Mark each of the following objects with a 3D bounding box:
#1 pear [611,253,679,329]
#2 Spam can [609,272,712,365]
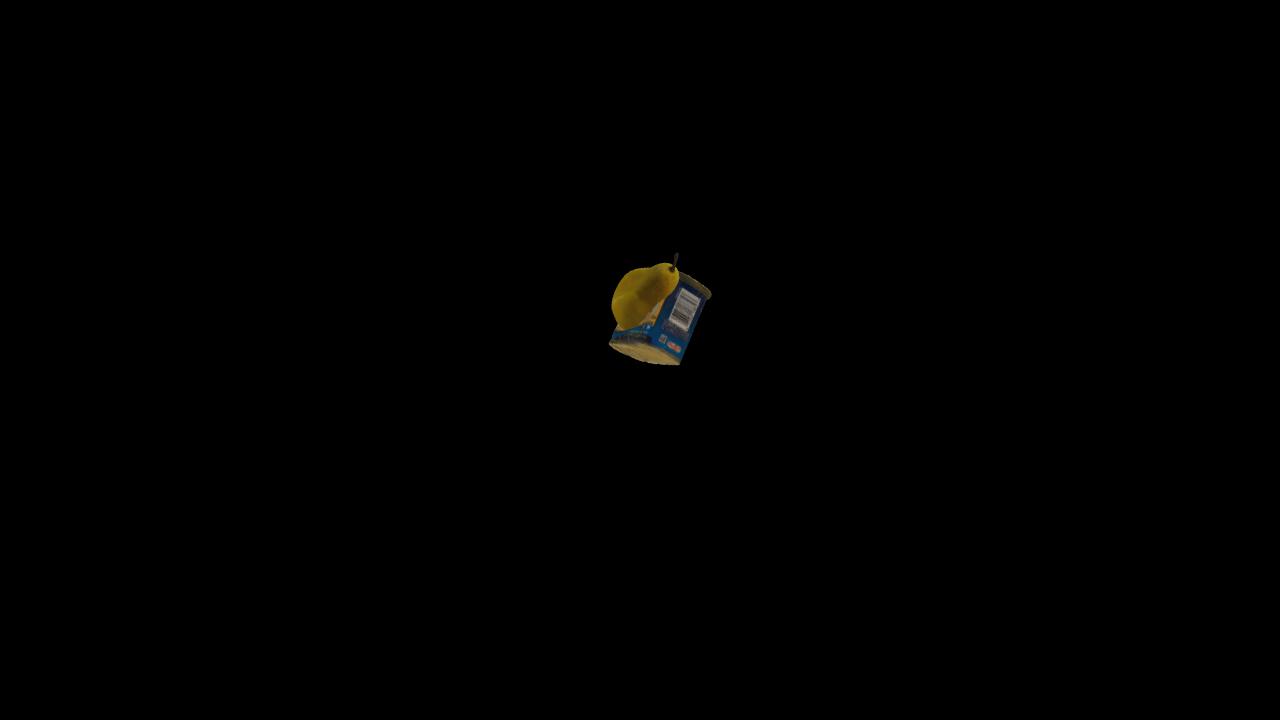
[{"bbox_3d":[0.017,-0.069,0.645,0.080,0.080,0.111,0,-16,-24],"label":"pear"},{"bbox_3d":[0.019,-0.044,0.663,0.058,0.085,0.101,29,-12,-27],"label":"Spam can"}]
